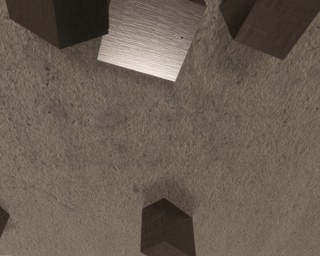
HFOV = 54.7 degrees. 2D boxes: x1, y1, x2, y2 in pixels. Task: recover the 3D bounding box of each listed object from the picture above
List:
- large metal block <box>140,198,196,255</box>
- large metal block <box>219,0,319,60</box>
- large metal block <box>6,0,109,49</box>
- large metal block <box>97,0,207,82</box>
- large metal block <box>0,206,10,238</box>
[{"bbox_3d":[0.014,0.179,0.524,0.050,0.080,0.080,-33,123,24],"label":"large metal block"},{"bbox_3d":[0.099,-0.120,0.271,0.050,0.080,0.079,17,128,-14],"label":"large metal block"},{"bbox_3d":[-0.090,-0.123,0.257,0.080,0.050,0.079,33,137,29],"label":"large metal block"},{"bbox_3d":[-0.010,-0.102,0.304,0.081,0.050,0.079,14,129,-12],"label":"large metal block"},{"bbox_3d":[-0.318,0.152,0.516,0.080,0.050,0.080,-13,129,10],"label":"large metal block"}]
